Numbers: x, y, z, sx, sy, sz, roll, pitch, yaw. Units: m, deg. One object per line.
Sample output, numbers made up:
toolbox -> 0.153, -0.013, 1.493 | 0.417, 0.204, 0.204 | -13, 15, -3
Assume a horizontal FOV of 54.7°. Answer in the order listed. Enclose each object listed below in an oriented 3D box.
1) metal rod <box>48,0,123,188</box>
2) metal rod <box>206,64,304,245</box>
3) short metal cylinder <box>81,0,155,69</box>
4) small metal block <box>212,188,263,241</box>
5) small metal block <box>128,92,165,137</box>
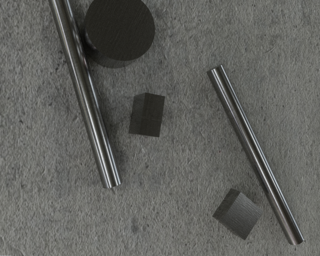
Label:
metal rod -> -0.097, -0.073, 0.372 | 0.025, 0.025, 0.298 | -17, 96, -19
metal rod -> 0.145, 0.046, 0.462 | 0.025, 0.025, 0.299 | -31, 100, -17
short metal cylinder -> -0.052, -0.116, 0.376 | 0.081, 0.050, 0.079 | 0, 90, -20
small metal block -> 0.113, 0.125, 0.451 | 0.050, 0.025, 0.050 | 41, 77, -16
small metal block -> -0.018, -0.015, 0.389 | 0.025, 0.050, 0.050 | 9, 87, -20
